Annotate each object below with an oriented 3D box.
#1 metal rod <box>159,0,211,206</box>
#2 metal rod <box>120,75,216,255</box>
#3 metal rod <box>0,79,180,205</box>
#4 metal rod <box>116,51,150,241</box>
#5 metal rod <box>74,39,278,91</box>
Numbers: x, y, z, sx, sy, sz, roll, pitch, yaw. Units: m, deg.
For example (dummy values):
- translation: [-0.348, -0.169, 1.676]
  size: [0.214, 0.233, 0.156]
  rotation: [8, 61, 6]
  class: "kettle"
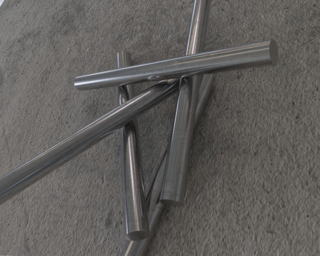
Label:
- translation: [0.037, -0.055, 0.384]
  size: [0.025, 0.025, 0.300]
  rotation: [-4, 60, 26]
  class: "metal rod"
- translation: [0.004, 0.062, 0.363]
  size: [0.025, 0.025, 0.300]
  rotation: [11, 67, 33]
  class: "metal rod"
- translation: [-0.065, -0.004, 0.379]
  size: [0.302, 0.025, 0.025]
  rotation: [-34, 49, -19]
  class: "metal rod"
- translation: [-0.041, -0.004, 0.409]
  size: [0.025, 0.025, 0.300]
  rotation: [-22, 48, 15]
  class: "metal rod"
- translation: [-0.007, -0.072, 0.393]
  size: [0.300, 0.025, 0.025]
  rotation: [-1, 61, 39]
  class: "metal rod"
